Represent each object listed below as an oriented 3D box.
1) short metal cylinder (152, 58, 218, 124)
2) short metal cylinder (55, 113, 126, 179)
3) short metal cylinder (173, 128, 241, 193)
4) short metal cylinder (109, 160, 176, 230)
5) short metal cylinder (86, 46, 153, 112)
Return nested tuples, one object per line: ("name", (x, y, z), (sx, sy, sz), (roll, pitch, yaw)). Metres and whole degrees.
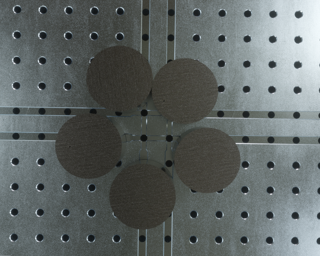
("short metal cylinder", (0.030, -0.045, 0.400), (0.081, 0.050, 0.079), (0, 90, 0))
("short metal cylinder", (-0.086, 0.022, 0.400), (0.081, 0.050, 0.079), (0, 90, 0))
("short metal cylinder", (0.057, 0.039, 0.400), (0.081, 0.050, 0.079), (0, 91, -1))
("short metal cylinder", (-0.021, 0.083, 0.399), (0.081, 0.050, 0.080), (0, 90, 0))
("short metal cylinder", (-0.049, -0.060, 0.400), (0.081, 0.050, 0.079), (0, 90, -1))
